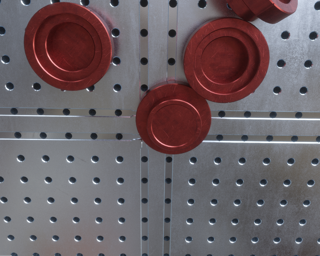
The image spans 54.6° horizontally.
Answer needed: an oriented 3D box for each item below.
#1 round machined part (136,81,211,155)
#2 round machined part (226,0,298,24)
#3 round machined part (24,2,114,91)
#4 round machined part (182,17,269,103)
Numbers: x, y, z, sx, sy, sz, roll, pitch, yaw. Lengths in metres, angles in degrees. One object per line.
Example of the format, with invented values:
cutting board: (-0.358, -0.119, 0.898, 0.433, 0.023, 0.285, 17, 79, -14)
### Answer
round machined part: (0.017, -0.009, 0.401, 0.099, 0.042, 0.097, 0, 110, 0)
round machined part: (0.100, -0.154, 0.329, 0.098, 0.098, 0.042, 48, 139, -15)
round machined part: (-0.103, -0.097, 0.368, 0.099, 0.042, 0.097, 0, 110, 0)
round machined part: (0.076, -0.082, 0.374, 0.099, 0.042, 0.097, 0, 111, 0)
